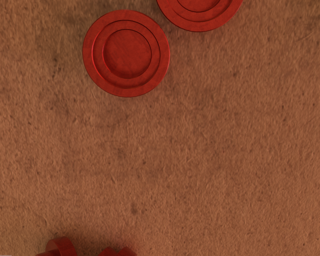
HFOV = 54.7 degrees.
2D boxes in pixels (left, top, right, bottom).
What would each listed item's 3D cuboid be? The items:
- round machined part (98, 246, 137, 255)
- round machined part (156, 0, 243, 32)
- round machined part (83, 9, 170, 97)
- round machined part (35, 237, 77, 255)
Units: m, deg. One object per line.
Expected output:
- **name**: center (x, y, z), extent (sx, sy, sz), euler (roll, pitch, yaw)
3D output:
- **round machined part**: center (-0.080, 0.215, 0.455), extent (0.042, 0.098, 0.097), euler (33, 108, 15)
- **round machined part**: center (0.042, -0.158, 0.343), extent (0.099, 0.042, 0.097), euler (0, 110, -1)
- **round machined part**: center (-0.038, -0.089, 0.368), extent (0.099, 0.042, 0.097), euler (0, 110, -1)
- **round machined part**: center (-0.151, 0.210, 0.444), extent (0.042, 0.098, 0.097), euler (-3, 115, -37)
